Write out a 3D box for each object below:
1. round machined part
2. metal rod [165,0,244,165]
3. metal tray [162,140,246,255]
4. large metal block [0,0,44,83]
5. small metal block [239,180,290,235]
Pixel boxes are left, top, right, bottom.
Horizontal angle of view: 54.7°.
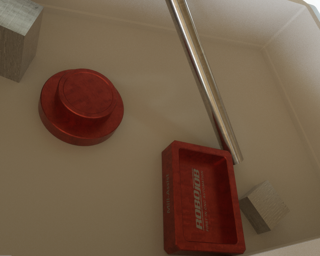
[{"bbox_3d":[-0.089,-0.031,0.367,0.099,0.042,0.098,14,56,-21],"label":"round machined part"},{"bbox_3d":[0.051,-0.089,0.413,0.025,0.025,0.299,-30,102,-38],"label":"metal rod"},{"bbox_3d":[0.050,0.085,0.379,0.091,0.030,0.130,13,56,-22],"label":"metal tray"},{"bbox_3d":[-0.181,-0.106,0.338,0.080,0.080,0.050,22,54,-15],"label":"large metal block"},{"bbox_3d":[0.139,0.106,0.418,0.050,0.025,0.050,-25,76,-37],"label":"small metal block"}]
